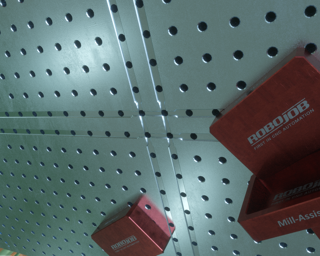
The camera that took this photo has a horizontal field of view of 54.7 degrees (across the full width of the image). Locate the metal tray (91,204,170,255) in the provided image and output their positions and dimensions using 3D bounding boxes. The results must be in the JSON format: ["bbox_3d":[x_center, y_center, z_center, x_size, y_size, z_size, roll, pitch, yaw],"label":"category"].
[{"bbox_3d":[-0.056,0.198,0.558,0.090,0.030,0.129,47,129,-5],"label":"metal tray"}]

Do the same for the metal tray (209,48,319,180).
[{"bbox_3d":[0.129,-0.009,0.334,0.090,0.030,0.129,43,129,-3],"label":"metal tray"}]

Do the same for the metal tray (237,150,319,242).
[{"bbox_3d":[0.152,0.064,0.328,0.130,0.090,0.030,-34,99,38],"label":"metal tray"}]

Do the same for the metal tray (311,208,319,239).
[{"bbox_3d":[0.230,0.087,0.341,0.130,0.030,0.090,-32,101,38],"label":"metal tray"}]
